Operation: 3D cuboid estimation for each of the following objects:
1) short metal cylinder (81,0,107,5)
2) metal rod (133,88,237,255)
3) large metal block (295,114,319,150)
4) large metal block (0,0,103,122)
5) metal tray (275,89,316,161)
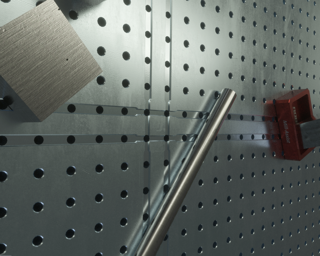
[{"bbox_3d":[-0.064,-0.176,0.319,0.050,0.080,0.080,-42,116,-32],"label":"short metal cylinder"},{"bbox_3d":[0.041,0.062,0.443,0.025,0.025,0.300,46,63,-30],"label":"metal rod"},{"bbox_3d":[0.320,0.000,0.603,0.081,0.080,0.050,-21,87,-25],"label":"large metal block"},{"bbox_3d":[-0.117,-0.061,0.295,0.080,0.050,0.080,-48,119,-29],"label":"large metal block"},{"bbox_3d":[0.285,-0.008,0.644,0.091,0.030,0.129,-25,106,-37],"label":"metal tray"}]
